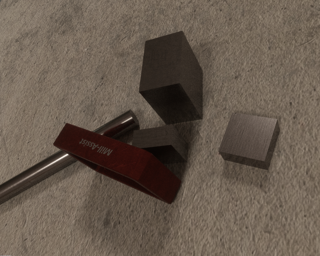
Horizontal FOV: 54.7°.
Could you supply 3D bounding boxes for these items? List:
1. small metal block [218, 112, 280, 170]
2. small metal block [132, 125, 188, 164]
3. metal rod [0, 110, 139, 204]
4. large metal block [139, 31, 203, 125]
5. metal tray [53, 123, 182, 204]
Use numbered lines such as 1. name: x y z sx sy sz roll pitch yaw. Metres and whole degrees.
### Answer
1. small metal block: 0.099 0.014 0.343 0.050 0.025 0.050 11 67 32
2. small metal block: 0.001 0.022 0.373 0.050 0.050 0.025 -8 58 23
3. metal rod: -0.165 0.058 0.452 0.301 0.025 0.025 -29 52 9
4. large metal block: 0.018 -0.061 0.395 0.050 0.080 0.080 -9 58 23
5. metal tray: -0.050 0.041 0.361 0.130 0.090 0.030 16 70 34
